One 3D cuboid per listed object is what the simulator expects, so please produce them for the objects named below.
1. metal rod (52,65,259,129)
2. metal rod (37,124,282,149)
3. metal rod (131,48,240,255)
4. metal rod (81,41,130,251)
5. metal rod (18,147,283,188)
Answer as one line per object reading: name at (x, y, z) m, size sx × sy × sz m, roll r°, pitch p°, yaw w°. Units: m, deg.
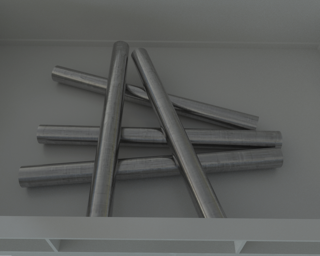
metal rod at (-0.015, -0.043, 0.438) m, size 0.301 × 0.025 × 0.025 m, roll 16°, pitch 52°, yaw 12°
metal rod at (-0.001, 0.012, 0.392) m, size 0.302 × 0.025 × 0.025 m, roll 2°, pitch 50°, yaw 1°
metal rod at (0.015, 0.000, 0.370) m, size 0.025 × 0.025 × 0.299 m, roll -14°, pitch 51°, yaw -12°
metal rod at (-0.059, -0.008, 0.376) m, size 0.025 × 0.025 × 0.300 m, roll 0°, pitch 50°, yaw 0°
metal rod at (-0.007, 0.046, 0.365) m, size 0.302 × 0.025 × 0.025 m, roll -4°, pitch 50°, yaw -4°
